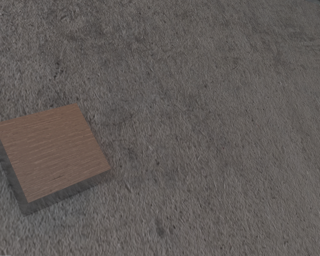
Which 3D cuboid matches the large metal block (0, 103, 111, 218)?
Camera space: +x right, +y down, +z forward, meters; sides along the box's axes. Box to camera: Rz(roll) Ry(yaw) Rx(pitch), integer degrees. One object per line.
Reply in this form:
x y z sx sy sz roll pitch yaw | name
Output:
-0.109 0.030 0.311 0.081 0.050 0.080 -20 73 -36 | large metal block
